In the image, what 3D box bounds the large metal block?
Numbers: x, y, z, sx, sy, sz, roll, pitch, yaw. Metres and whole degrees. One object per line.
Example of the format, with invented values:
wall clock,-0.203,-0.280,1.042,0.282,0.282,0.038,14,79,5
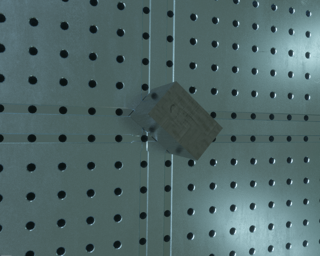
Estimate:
large metal block,0.017,-0.008,0.389,0.080,0.080,0.050,43,77,-15
